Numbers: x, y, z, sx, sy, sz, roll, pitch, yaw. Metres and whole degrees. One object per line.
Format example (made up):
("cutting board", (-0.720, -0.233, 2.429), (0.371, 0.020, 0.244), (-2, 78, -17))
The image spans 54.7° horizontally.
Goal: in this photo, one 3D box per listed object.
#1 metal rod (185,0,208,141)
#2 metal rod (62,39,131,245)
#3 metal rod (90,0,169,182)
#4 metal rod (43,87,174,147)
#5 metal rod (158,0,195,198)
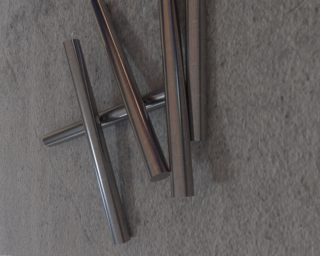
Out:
("metal rod", (0.042, -0.134, 0.368), (0.025, 0.025, 0.298), (-1, 89, 39))
("metal rod", (-0.092, 0.019, 0.450), (0.025, 0.025, 0.298), (-15, 89, 39))
("metal rod", (-0.048, -0.069, 0.416), (0.025, 0.025, 0.299), (-40, 58, 32))
("metal rod", (-0.091, -0.011, 0.477), (0.300, 0.025, 0.025), (-17, 79, 38))
("metal rod", (0.016, -0.071, 0.367), (0.025, 0.025, 0.299), (-13, 75, 39))
